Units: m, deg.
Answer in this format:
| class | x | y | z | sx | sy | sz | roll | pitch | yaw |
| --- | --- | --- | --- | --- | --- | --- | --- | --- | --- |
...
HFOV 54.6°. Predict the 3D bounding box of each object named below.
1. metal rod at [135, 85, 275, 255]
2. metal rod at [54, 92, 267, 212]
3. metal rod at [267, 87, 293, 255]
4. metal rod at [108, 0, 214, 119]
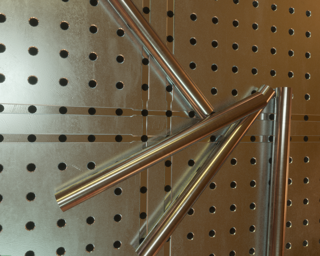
| class | x | y | z | sx | sy | sz | roll | pitch | yaw |
| --- | --- | --- | --- | --- | --- | --- | --- | --- | --- |
| metal rod | 0.071 | 0.055 | 0.438 | 0.025 | 0.025 | 0.300 | 43 | 76 | -15 |
| metal rod | 0.012 | 0.024 | 0.404 | 0.302 | 0.025 | 0.025 | -26 | 99 | -14 |
| metal rod | 0.184 | 0.087 | 0.480 | 0.025 | 0.025 | 0.298 | 4 | 89 | -20 |
| metal rod | -0.027 | -0.134 | 0.402 | 0.025 | 0.025 | 0.300 | -43 | 104 | -15 |
